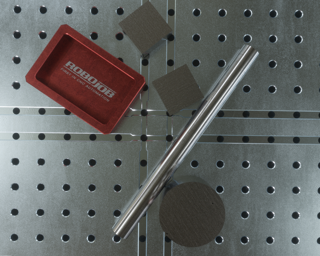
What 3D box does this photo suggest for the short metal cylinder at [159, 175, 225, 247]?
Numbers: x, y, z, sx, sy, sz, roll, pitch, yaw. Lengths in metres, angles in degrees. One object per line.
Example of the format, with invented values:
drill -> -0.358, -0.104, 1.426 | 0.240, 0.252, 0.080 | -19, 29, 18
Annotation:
short metal cylinder -> 0.039, 0.105, 0.401 | 0.081, 0.050, 0.080 | 0, 90, 0

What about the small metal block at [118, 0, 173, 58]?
small metal block -> -0.019, -0.131, 0.413 | 0.050, 0.025, 0.050 | -38, 90, 0

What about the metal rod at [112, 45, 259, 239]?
metal rod -> 0.034, 0.018, 0.413 | 0.025, 0.025, 0.299 | 36, 90, 0

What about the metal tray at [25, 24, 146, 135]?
metal tray -> -0.095, -0.062, 0.409 | 0.130, 0.030, 0.090 | 34, 90, 0

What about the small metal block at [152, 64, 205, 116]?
small metal block -> 0.024, -0.050, 0.413 | 0.050, 0.025, 0.050 | -28, 90, 0
